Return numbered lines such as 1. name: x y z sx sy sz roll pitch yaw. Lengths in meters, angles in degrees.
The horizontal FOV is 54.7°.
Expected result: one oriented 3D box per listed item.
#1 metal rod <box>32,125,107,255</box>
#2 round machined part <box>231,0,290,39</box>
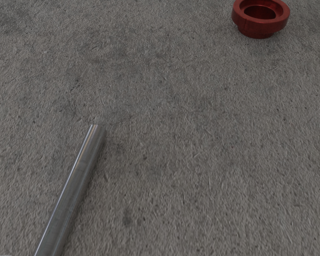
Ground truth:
1. metal rod: -0.108 0.117 0.304 0.025 0.025 0.300 8 50 7
2. round machined part: 0.178 -0.198 0.559 0.099 0.042 0.098 0 50 0
